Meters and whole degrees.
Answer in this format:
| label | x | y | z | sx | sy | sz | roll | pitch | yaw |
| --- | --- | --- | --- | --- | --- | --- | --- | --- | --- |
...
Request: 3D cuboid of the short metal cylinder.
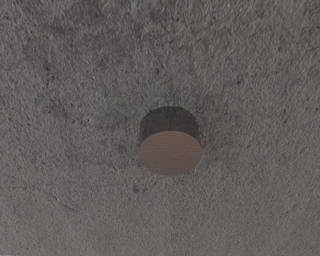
| label | x | y | z | sx | sy | sz | roll | pitch | yaw |
| --- | --- | --- | --- | --- | --- | --- | --- | --- | --- |
| short metal cylinder | 0.013 | 0.017 | 0.407 | 0.081 | 0.050 | 0.079 | 0 | 130 | 0 |
